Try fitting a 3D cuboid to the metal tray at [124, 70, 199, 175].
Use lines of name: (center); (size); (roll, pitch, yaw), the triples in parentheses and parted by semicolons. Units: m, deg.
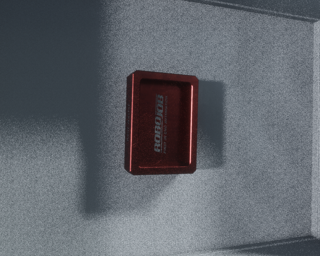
metal tray: (0.002, -0.006, 0.406); (0.091, 0.030, 0.129); (2, 89, -21)
